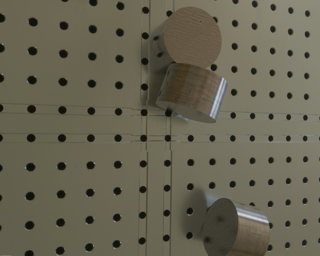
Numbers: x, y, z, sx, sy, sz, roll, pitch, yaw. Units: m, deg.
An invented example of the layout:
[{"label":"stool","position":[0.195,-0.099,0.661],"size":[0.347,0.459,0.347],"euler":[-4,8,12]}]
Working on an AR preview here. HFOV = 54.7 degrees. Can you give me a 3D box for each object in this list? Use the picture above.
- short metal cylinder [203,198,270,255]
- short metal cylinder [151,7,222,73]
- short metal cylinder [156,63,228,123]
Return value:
[{"label":"short metal cylinder","position":[0.101,0.141,0.421],"size":[0.050,0.080,0.080],"euler":[20,83,-19]},{"label":"short metal cylinder","position":[0.034,-0.112,0.411],"size":[0.081,0.050,0.080],"euler":[0,90,-20]},{"label":"short metal cylinder","position":[0.041,-0.043,0.398],"size":[0.080,0.080,0.050],"euler":[21,83,-19]}]
